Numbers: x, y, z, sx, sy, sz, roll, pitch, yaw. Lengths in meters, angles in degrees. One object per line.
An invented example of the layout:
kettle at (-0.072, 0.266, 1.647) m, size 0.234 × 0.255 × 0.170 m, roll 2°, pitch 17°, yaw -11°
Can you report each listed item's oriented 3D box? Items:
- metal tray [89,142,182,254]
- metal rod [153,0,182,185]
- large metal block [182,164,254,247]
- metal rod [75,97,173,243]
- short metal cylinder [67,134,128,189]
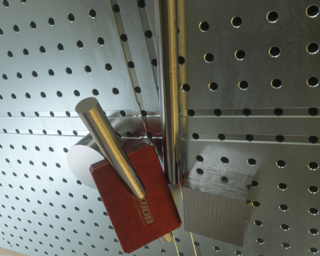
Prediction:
metal tray at (-0.033, 0.096, 0.434) m, size 0.030 × 0.091 × 0.129 m, roll 15°, pitch 126°, yaw 70°
metal rod at (0.011, -0.055, 0.371) m, size 0.025 × 0.025 × 0.298 m, roll 10°, pitch 123°, yaw 23°
large metal block at (0.078, 0.103, 0.418) m, size 0.080 × 0.050 × 0.079 m, roll 9°, pitch 122°, yaw 23°
metal rod at (-0.034, 0.079, 0.421) m, size 0.025 × 0.025 × 0.299 m, roll 4°, pitch 138°, yaw 26°
short metal cylinder at (-0.093, 0.047, 0.473) m, size 0.080 × 0.050 × 0.079 m, roll 13°, pitch 124°, yaw 21°
